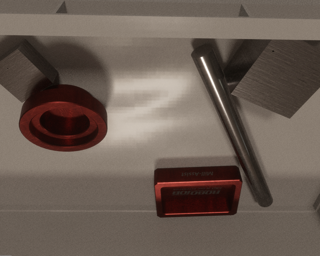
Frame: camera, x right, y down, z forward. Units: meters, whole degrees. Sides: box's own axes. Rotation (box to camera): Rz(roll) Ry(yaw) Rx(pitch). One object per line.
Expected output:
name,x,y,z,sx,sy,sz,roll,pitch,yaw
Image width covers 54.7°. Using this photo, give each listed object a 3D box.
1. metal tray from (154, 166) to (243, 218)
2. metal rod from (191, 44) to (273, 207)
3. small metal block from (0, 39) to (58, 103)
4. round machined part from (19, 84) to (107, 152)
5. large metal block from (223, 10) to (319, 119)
metal tray,0.058,0.103,0.494,0.131,0.030,0.089,-2,130,1
metal rod,0.110,0.018,0.426,0.025,0.025,0.299,-20,128,16
small metal block,-0.155,-0.064,0.352,0.050,0.025,0.050,-26,126,20
round machined part,-0.114,-0.015,0.374,0.099,0.042,0.097,-5,144,-4
large metal block,0.129,-0.067,0.338,0.080,0.050,0.079,20,127,-17
